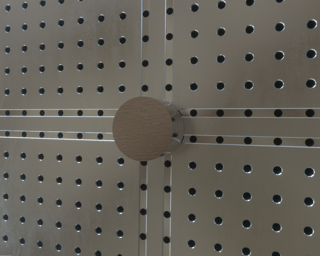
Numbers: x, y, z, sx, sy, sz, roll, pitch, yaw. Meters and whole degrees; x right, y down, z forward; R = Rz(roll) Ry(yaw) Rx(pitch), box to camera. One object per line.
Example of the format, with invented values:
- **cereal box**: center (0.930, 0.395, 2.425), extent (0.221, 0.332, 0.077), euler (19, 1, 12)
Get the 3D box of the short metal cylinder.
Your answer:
- **short metal cylinder**: center (-0.014, 0.001, 0.403), extent (0.080, 0.050, 0.079), euler (0, 90, 19)
